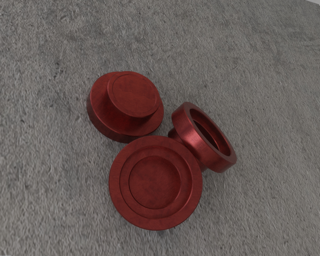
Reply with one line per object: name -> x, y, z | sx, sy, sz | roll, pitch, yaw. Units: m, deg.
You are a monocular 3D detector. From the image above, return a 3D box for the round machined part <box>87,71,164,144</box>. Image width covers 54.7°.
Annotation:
round machined part -> -0.039, -0.033, 0.392 | 0.099, 0.042, 0.098 | 14, 56, -21

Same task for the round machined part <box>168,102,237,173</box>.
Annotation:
round machined part -> 0.048, 0.017, 0.390 | 0.098, 0.042, 0.098 | 40, 22, -20

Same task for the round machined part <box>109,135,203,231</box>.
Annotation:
round machined part -> -0.007, 0.060, 0.339 | 0.099, 0.042, 0.098 | 3, 74, -9
